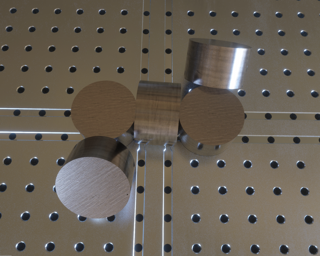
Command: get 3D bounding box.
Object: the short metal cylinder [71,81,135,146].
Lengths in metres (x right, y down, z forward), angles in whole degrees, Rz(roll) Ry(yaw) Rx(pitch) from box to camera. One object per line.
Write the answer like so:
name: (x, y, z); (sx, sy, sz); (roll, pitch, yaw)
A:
short metal cylinder: (-0.069, -0.014, 0.402); (0.081, 0.050, 0.080); (0, 70, 0)

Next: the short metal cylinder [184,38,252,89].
short metal cylinder: (0.075, -0.087, 0.408); (0.080, 0.080, 0.050); (8, 112, 2)

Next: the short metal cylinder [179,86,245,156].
short metal cylinder: (0.063, -0.009, 0.402); (0.081, 0.050, 0.080); (0, 70, 0)

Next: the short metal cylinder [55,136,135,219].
short metal cylinder: (-0.071, 0.056, 0.355); (0.081, 0.050, 0.079); (0, 114, 1)

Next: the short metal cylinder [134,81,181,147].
short metal cylinder: (-0.002, -0.018, 0.389); (0.050, 0.080, 0.080); (5, 70, 1)
